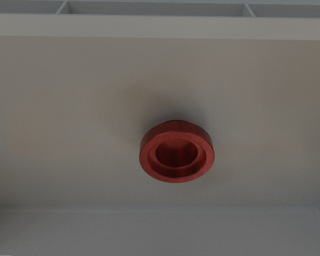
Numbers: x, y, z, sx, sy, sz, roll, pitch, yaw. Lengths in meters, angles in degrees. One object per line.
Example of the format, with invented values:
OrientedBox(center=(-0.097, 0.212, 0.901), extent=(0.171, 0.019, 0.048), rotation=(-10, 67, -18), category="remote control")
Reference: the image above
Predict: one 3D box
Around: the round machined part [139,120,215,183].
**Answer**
OrientedBox(center=(0.022, 0.028, 0.421), extent=(0.099, 0.042, 0.097), rotation=(0, 130, 0), category="round machined part")
